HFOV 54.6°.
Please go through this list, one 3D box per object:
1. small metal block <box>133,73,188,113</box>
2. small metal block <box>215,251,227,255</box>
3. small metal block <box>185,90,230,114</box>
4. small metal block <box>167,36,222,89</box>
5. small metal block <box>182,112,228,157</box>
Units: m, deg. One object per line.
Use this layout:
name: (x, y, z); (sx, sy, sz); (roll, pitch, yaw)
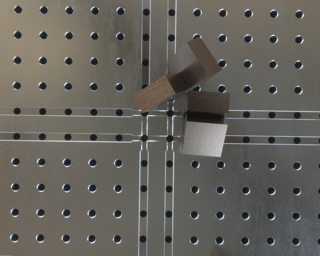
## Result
small metal block: (0.002, -0.045, 0.393); (0.050, 0.050, 0.025); (-29, 90, 26)
small metal block: (0.091, 0.203, 0.414); (0.050, 0.025, 0.050); (25, 90, 0)
small metal block: (0.059, -0.032, 0.401); (0.050, 0.050, 0.025); (4, 90, 0)
small metal block: (0.043, -0.080, 0.398); (0.025, 0.050, 0.050); (-34, 90, -33)
small metal block: (0.057, 0.008, 0.402); (0.050, 0.025, 0.050); (5, 122, 0)
